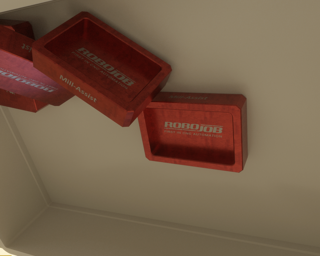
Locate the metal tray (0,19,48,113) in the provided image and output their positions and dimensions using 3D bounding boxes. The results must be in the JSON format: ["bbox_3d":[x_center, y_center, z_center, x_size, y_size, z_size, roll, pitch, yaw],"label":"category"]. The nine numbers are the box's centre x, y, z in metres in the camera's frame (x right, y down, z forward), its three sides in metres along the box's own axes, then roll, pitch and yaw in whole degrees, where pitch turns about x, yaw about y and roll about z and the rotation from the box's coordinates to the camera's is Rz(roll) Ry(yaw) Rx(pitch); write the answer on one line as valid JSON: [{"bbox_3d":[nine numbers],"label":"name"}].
[{"bbox_3d":[-0.222,-0.092,0.463,0.090,0.030,0.129,11,123,21],"label":"metal tray"}]

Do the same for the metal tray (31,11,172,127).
[{"bbox_3d":[-0.064,-0.070,0.351,0.130,0.090,0.030,34,144,5],"label":"metal tray"}]

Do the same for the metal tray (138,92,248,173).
[{"bbox_3d":[0.039,0.003,0.385,0.130,0.030,0.089,5,121,25],"label":"metal tray"}]

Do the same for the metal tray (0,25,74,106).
[{"bbox_3d":[-0.166,-0.073,0.388,0.131,0.030,0.090,20,151,-39],"label":"metal tray"}]
